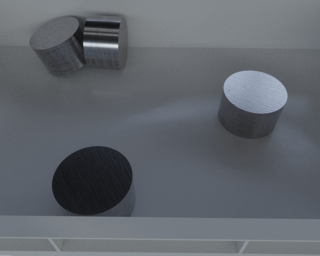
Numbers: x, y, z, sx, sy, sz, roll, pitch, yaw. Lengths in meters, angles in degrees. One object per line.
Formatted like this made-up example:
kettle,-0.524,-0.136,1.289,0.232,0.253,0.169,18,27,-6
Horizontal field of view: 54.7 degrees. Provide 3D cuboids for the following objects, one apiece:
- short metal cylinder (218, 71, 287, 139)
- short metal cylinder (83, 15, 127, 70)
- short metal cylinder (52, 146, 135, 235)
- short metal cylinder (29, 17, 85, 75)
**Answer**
short metal cylinder,0.122,-0.032,0.416,0.080,0.050,0.080,0,50,0
short metal cylinder,-0.082,-0.131,0.479,0.050,0.080,0.080,4,50,3
short metal cylinder,-0.068,0.066,0.333,0.080,0.050,0.080,0,50,0
short metal cylinder,-0.152,-0.128,0.483,0.080,0.050,0.080,-10,50,12
